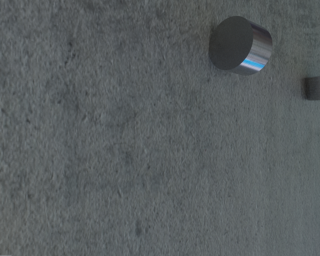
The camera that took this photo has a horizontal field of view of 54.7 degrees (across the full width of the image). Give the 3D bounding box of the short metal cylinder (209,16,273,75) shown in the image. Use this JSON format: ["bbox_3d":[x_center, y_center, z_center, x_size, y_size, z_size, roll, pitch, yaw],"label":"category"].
[{"bbox_3d":[0.122,-0.124,0.474,0.050,0.080,0.080,4,87,-40],"label":"short metal cylinder"}]

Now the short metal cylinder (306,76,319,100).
[{"bbox_3d":[0.366,-0.091,0.680,0.081,0.080,0.050,-13,99,-40],"label":"short metal cylinder"}]
